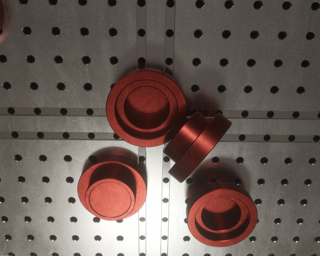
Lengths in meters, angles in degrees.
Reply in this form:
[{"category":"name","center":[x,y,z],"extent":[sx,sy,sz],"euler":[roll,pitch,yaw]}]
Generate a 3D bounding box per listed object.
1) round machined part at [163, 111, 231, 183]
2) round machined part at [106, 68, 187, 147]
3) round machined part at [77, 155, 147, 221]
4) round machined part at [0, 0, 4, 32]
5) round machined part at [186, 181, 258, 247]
[{"category":"round machined part","center":[0.041,0.018,0.385],"extent":[0.042,0.098,0.098],"euler":[40,106,7]},{"category":"round machined part","center":[-0.016,-0.028,0.394],"extent":[0.099,0.042,0.097],"euler":[0,110,-1]},{"category":"round machined part","center":[-0.067,0.090,0.437],"extent":[0.099,0.042,0.097],"euler":[0,110,-1]},{"category":"round machined part","center":[-0.237,-0.135,0.351],"extent":[0.099,0.042,0.097],"euler":[0,110,-1]},{"category":"round machined part","center":[0.087,0.120,0.450],"extent":[0.099,0.042,0.097],"euler":[0,110,-1]}]
